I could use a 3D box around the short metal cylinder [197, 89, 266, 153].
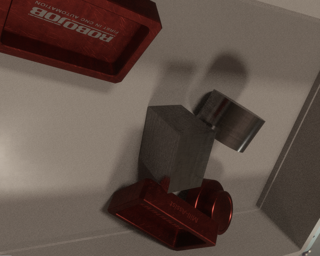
[{"bbox_3d":[0.093,-0.010,0.420,0.080,0.080,0.050,22,107,-37],"label":"short metal cylinder"}]

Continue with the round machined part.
[{"bbox_3d":[0.083,0.133,0.498,0.099,0.042,0.097,-2,93,-50],"label":"round machined part"}]

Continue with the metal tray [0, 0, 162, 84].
[{"bbox_3d":[-0.076,-0.093,0.281,0.131,0.030,0.090,11,142,-34],"label":"metal tray"}]

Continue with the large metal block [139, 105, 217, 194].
[{"bbox_3d":[0.019,0.024,0.398,0.050,0.080,0.079,-5,120,-30],"label":"large metal block"}]

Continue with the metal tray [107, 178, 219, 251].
[{"bbox_3d":[0.005,0.124,0.426,0.130,0.030,0.090,37,140,-19],"label":"metal tray"}]
